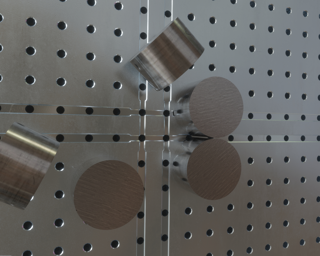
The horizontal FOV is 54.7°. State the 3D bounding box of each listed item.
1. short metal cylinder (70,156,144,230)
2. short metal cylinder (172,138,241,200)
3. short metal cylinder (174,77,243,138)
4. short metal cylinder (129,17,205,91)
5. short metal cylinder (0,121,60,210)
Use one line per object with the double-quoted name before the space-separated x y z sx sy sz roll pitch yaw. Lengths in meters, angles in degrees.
"short metal cylinder" -0.065 0.076 0.376 0.081 0.050 0.079 0 90 -20
"short metal cylinder" 0.063 0.053 0.424 0.081 0.050 0.079 0 90 -20
"short metal cylinder" 0.066 -0.027 0.425 0.081 0.050 0.079 0 90 -20
"short metal cylinder" 0.008 -0.092 0.387 0.050 0.080 0.080 46 76 -15
"short metal cylinder" -0.149 0.040 0.329 0.050 0.080 0.080 29 80 -18
